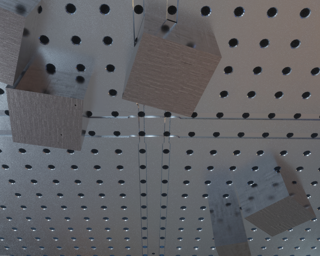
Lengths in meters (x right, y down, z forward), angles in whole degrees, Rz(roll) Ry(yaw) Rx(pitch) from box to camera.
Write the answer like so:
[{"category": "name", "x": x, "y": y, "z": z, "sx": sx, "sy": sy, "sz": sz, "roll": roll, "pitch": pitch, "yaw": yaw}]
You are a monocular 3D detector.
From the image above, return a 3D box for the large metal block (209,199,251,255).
[{"category": "large metal block", "x": 0.122, "y": 0.182, "z": 0.533, "sx": 0.050, "sy": 0.080, "sz": 0.080, "roll": -14, "pitch": 129, "yaw": 11}]

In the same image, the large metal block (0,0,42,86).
[{"category": "large metal block", "x": -0.173, "y": -0.100, "z": 0.307, "sx": 0.081, "sy": 0.050, "sz": 0.079, "roll": 19, "pitch": 127, "yaw": -16}]

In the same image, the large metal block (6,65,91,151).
[{"category": "large metal block", "x": -0.130, "y": -0.023, "z": 0.374, "sx": 0.081, "sy": 0.050, "sz": 0.079, "roll": 9, "pitch": 130, "yaw": -8}]

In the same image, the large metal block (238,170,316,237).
[{"category": "large metal block", "x": 0.189, "y": 0.125, "z": 0.505, "sx": 0.080, "sy": 0.050, "sz": 0.080, "roll": 36, "pitch": 121, "yaw": -27}]

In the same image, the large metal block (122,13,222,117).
[{"category": "large metal block", "x": 0.010, "y": -0.067, "z": 0.339, "sx": 0.081, "sy": 0.050, "sz": 0.079, "roll": 14, "pitch": 129, "yaw": -13}]
